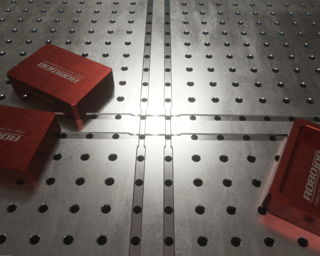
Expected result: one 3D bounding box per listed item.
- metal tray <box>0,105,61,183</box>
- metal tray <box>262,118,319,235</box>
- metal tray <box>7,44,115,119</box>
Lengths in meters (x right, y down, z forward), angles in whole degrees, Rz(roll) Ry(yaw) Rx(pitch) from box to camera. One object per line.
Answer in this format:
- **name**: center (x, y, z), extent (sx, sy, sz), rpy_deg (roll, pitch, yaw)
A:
- **metal tray**: center (-0.205, 0.014, 0.390), extent (0.131, 0.030, 0.090), rpy_deg (8, 50, 6)
- **metal tray**: center (0.184, 0.054, 0.361), extent (0.090, 0.030, 0.130), rpy_deg (23, 53, 18)
- **metal tray**: center (-0.147, -0.074, 0.465), extent (0.130, 0.030, 0.090), rpy_deg (24, 54, 18)
